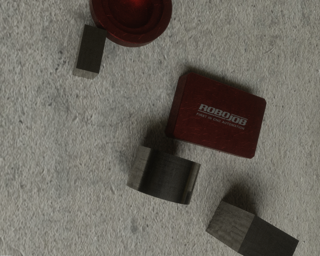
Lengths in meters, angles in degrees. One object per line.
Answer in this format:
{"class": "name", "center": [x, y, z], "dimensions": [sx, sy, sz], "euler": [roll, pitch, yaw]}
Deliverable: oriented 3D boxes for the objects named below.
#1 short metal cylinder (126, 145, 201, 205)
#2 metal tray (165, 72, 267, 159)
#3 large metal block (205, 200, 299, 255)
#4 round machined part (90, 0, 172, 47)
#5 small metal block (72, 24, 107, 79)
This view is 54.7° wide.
{"class": "short metal cylinder", "center": [0.005, 0.057, 0.382], "dimensions": [0.081, 0.080, 0.050], "euler": [19, 84, -19]}
{"class": "metal tray", "center": [0.081, -0.015, 0.436], "dimensions": [0.131, 0.030, 0.090], "euler": [16, 85, -20]}
{"class": "large metal block", "center": [0.124, 0.148, 0.426], "dimensions": [0.080, 0.080, 0.050], "euler": [32, 80, -17]}
{"class": "round machined part", "center": [-0.038, -0.149, 0.386], "dimensions": [0.099, 0.042, 0.097], "euler": [0, 90, -20]}
{"class": "small metal block", "center": [-0.084, -0.087, 0.365], "dimensions": [0.025, 0.050, 0.050], "euler": [11, 86, -20]}
